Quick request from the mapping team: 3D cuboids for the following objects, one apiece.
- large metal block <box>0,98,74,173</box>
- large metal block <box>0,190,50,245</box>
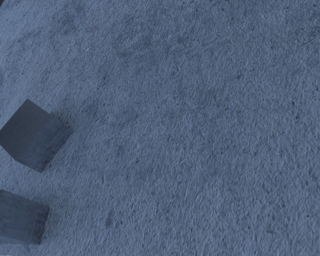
[{"bbox_3d":[-0.198,0.011,0.485,0.080,0.050,0.080,28,77,37],"label":"large metal block"},{"bbox_3d":[-0.209,0.119,0.406,0.080,0.080,0.050,-8,59,24],"label":"large metal block"}]
